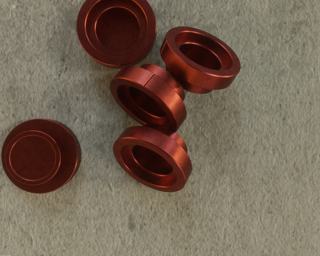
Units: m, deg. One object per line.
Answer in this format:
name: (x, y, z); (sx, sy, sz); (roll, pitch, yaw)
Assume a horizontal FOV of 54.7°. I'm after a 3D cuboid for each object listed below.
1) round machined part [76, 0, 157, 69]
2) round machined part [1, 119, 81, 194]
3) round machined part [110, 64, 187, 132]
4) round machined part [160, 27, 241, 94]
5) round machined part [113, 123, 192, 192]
round machined part: (-0.054, -0.125, 0.401); (0.099, 0.042, 0.097); (0, 90, -1)
round machined part: (-0.156, 0.037, 0.399); (0.099, 0.042, 0.097); (0, 90, -1)
round machined part: (-0.009, -0.039, 0.377); (0.098, 0.098, 0.042); (36, 68, -1)
round machined part: (0.046, -0.080, 0.385); (0.098, 0.098, 0.042); (27, 132, -1)
round machined part: (-0.005, 0.032, 0.383); (0.098, 0.097, 0.042); (34, 54, -1)
